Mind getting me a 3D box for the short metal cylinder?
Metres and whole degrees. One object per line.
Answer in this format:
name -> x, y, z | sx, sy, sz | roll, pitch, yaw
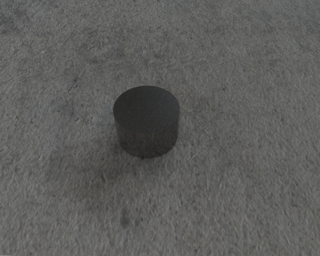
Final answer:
short metal cylinder -> -0.016, -0.008, 0.394 | 0.081, 0.050, 0.080 | 0, 50, 0
